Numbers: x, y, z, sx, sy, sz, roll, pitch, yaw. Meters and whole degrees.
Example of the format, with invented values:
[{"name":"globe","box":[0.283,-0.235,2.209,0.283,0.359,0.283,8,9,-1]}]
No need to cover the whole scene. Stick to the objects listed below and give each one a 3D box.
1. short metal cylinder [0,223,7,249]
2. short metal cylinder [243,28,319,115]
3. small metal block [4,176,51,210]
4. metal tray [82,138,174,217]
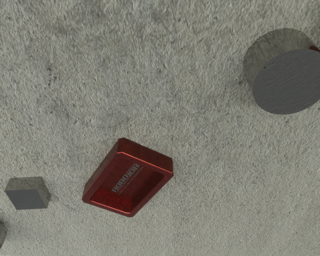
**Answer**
[{"name":"short metal cylinder","box":[-0.314,0.193,0.532,0.080,0.080,0.050,-25,126,19]},{"name":"short metal cylinder","box":[0.137,-0.061,0.340,0.081,0.050,0.079,0,130,0]},{"name":"small metal block","box":[-0.209,0.104,0.494,0.050,0.025,0.050,-4,130,3]},{"name":"metal tray","box":[-0.051,0.080,0.471,0.090,0.030,0.129,25,126,-20]}]
